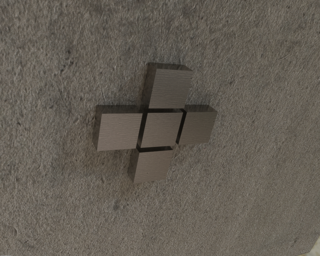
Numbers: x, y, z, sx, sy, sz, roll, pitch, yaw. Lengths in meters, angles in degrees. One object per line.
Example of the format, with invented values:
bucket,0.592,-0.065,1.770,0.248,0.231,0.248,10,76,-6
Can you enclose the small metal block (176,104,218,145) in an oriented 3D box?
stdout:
small metal block,0.047,-0.005,0.433,0.050,0.025,0.050,-2,119,-28

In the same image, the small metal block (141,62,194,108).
small metal block,0.008,-0.052,0.382,0.050,0.025,0.050,-2,119,-28

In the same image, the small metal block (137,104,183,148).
small metal block,-0.003,-0.003,0.407,0.050,0.025,0.050,-2,119,-28

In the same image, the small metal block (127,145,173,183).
small metal block,-0.014,0.047,0.431,0.050,0.025,0.050,-2,120,-28

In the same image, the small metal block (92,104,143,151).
small metal block,-0.053,-0.001,0.380,0.050,0.025,0.050,-2,119,-28
